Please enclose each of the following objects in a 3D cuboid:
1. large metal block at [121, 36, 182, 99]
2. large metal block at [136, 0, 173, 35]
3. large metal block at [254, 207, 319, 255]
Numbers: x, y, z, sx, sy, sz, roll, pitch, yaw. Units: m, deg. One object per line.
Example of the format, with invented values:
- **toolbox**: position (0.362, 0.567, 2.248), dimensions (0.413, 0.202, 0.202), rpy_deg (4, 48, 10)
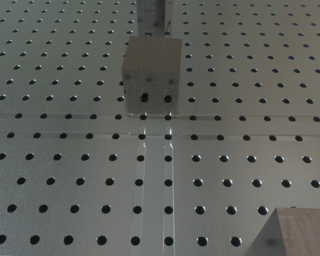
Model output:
- **large metal block**: position (-0.010, -0.093, 0.469), dimensions (0.080, 0.050, 0.080), rpy_deg (4, 50, 3)
- **large metal block**: position (-0.007, -0.230, 0.565), dimensions (0.050, 0.080, 0.080), rpy_deg (10, 51, 8)
- **large metal block**: position (0.123, 0.124, 0.269), dimensions (0.050, 0.080, 0.080), rpy_deg (1, 50, 1)
